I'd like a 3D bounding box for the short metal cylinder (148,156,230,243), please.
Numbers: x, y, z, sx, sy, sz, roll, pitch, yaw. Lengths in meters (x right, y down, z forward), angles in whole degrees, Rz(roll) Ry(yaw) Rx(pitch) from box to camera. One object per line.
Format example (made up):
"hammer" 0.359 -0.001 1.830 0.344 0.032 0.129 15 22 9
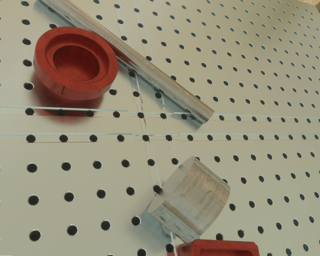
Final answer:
"short metal cylinder" 0.031 0.078 0.344 0.050 0.080 0.080 40 51 -2

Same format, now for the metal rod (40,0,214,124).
"metal rod" -0.048 -0.105 0.448 0.301 0.025 0.025 37 51 -4

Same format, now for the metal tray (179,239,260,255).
"metal tray" 0.071 0.190 0.328 0.091 0.030 0.130 11 57 -22

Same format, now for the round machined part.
"round machined part" -0.106 -0.075 0.387 0.099 0.042 0.098 14 56 -21
